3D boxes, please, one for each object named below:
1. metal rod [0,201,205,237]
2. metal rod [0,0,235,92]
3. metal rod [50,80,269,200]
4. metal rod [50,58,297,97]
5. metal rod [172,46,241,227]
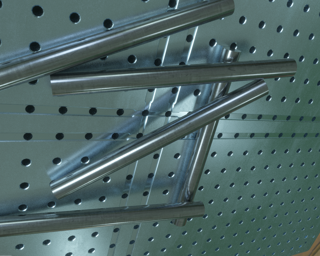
[{"bbox_3d":[-0.074,0.124,0.431,0.303,0.025,0.025,2,118,-24],"label":"metal rod"},{"bbox_3d":[-0.054,-0.090,0.327,0.302,0.025,0.025,-23,127,-15],"label":"metal rod"},{"bbox_3d":[0.003,0.012,0.401,0.301,0.025,0.025,-27,128,-4],"label":"metal rod"},{"bbox_3d":[0.030,-0.063,0.367,0.303,0.025,0.025,-7,122,-17],"label":"metal rod"},{"bbox_3d":[0.063,0.029,0.465,0.025,0.025,0.298,-2,119,-28],"label":"metal rod"}]
